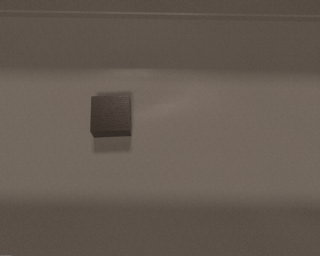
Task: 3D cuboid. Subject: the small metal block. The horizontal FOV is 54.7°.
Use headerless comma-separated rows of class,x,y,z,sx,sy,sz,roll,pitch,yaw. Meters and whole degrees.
small metal block,-0.065,-0.016,0.415,0.050,0.025,0.050,-2,70,-1
